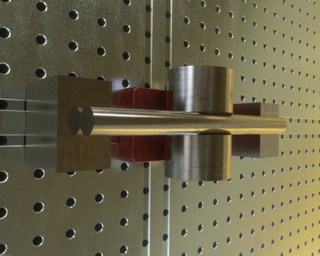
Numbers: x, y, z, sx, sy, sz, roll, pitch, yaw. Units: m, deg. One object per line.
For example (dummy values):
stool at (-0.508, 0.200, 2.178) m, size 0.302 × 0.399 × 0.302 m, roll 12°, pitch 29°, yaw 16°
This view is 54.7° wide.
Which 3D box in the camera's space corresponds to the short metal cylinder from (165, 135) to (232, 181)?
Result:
short metal cylinder at (0.046, 0.032, 0.372) m, size 0.081 × 0.080 × 0.050 m, roll 1°, pitch 90°, yaw -40°

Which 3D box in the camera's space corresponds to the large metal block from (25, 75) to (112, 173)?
large metal block at (-0.089, -0.003, 0.297) m, size 0.050 × 0.080 × 0.080 m, roll 1°, pitch 90°, yaw -40°

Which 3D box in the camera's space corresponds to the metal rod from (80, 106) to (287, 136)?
metal rod at (0.056, -0.005, 0.351) m, size 0.302 × 0.025 × 0.025 m, roll 1°, pitch 90°, yaw -40°

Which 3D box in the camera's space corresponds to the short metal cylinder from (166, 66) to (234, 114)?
short metal cylinder at (0.048, -0.043, 0.374) m, size 0.081 × 0.080 × 0.050 m, roll 1°, pitch 90°, yaw -40°

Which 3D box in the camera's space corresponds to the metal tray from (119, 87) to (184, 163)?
metal tray at (0.009, -0.003, 0.413) m, size 0.131 × 0.030 × 0.089 m, roll 2°, pitch 89°, yaw -40°

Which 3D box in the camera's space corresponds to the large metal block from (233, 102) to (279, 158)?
large metal block at (0.136, 0.003, 0.485) m, size 0.050 × 0.080 × 0.080 m, roll 1°, pitch 90°, yaw -40°
